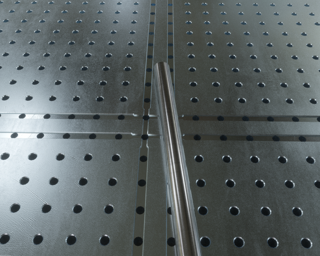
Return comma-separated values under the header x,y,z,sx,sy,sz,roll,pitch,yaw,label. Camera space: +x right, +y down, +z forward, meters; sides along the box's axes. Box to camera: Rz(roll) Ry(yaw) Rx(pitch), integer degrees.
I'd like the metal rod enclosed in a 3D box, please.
x,y,z,sx,sy,sz,roll,pitch,yaw,label
0.016,0.020,0.390,0.025,0.025,0.300,-4,50,-3,metal rod
